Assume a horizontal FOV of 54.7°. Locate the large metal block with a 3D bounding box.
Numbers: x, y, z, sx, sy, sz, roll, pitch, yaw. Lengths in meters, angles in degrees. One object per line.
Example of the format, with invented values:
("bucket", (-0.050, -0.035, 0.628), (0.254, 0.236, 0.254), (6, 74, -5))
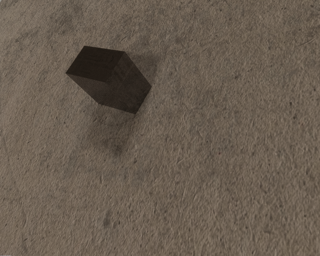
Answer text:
("large metal block", (-0.072, -0.069, 0.447), (0.080, 0.080, 0.050), (17, 71, 34))
